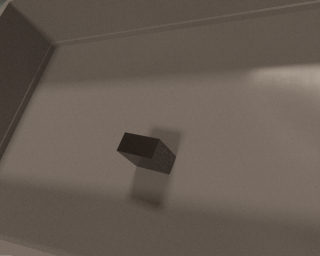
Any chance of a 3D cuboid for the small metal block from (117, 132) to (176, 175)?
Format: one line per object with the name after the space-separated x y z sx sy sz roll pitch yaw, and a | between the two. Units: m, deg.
-0.016 0.031 0.377 0.050 0.050 0.025 10 67 32 | small metal block
